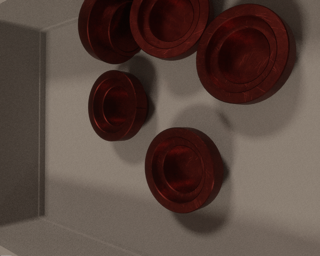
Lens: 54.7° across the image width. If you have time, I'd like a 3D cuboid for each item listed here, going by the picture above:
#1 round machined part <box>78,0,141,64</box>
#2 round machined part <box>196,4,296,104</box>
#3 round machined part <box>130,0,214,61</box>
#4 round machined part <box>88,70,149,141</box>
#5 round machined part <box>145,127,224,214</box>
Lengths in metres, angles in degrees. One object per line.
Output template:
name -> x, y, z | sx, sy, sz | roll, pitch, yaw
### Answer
round machined part -> -0.052, -0.130, 0.400 | 0.042, 0.099, 0.097 | 26, 106, 37
round machined part -> 0.090, -0.073, 0.321 | 0.098, 0.042, 0.097 | 0, 90, 39
round machined part -> 0.017, -0.129, 0.370 | 0.098, 0.042, 0.097 | 1, 93, 23
round machined part -> -0.054, -0.030, 0.438 | 0.098, 0.042, 0.097 | 0, 90, 39
round machined part -> 0.032, 0.048, 0.368 | 0.098, 0.042, 0.097 | 0, 90, 39
